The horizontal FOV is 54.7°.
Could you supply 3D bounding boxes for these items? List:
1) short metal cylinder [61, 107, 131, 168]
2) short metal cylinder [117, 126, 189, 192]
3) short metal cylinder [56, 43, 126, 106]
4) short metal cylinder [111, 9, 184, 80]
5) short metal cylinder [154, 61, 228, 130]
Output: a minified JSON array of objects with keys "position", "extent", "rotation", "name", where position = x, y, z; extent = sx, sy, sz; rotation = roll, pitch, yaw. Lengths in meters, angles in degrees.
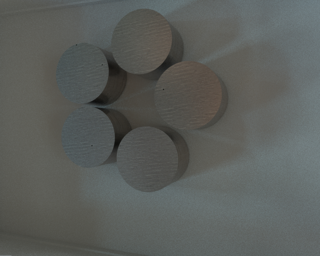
[{"position":[-0.086,0.012,0.425],"extent":[0.080,0.050,0.080],"rotation":[0,90,20],"name":"short metal cylinder"},{"position":[-0.008,0.038,0.398],"extent":[0.080,0.050,0.080],"rotation":[0,90,20],"name":"short metal cylinder"},{"position":[-0.094,-0.072,0.428],"extent":[0.080,0.050,0.080],"rotation":[0,90,20],"name":"short metal cylinder"},{"position":[-0.015,-0.105,0.400],"extent":[0.080,0.050,0.080],"rotation":[0,90,20],"name":"short metal cylinder"},{"position":[0.040,-0.038,0.381],"extent":[0.080,0.050,0.080],"rotation":[0,90,20],"name":"short metal cylinder"}]
